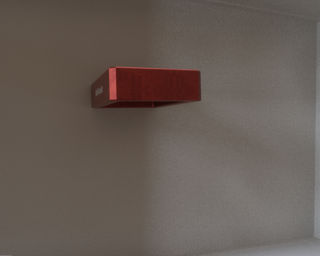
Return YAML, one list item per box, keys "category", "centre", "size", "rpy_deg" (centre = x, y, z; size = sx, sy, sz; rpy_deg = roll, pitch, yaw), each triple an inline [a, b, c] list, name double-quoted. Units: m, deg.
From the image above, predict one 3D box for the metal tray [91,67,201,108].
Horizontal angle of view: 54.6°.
- category: "metal tray"
  centre: [-0.023, -0.041, 0.346]
  size: [0.091, 0.130, 0.030]
  rpy_deg: [-2, 91, -20]
